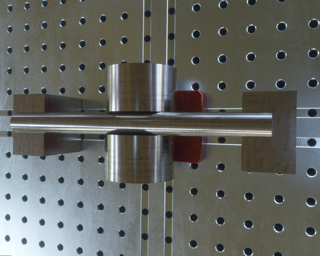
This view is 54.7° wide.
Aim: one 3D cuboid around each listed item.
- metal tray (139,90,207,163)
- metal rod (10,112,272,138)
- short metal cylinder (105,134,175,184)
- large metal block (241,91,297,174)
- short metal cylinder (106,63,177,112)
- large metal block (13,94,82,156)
[{"bbox_3d":[-0.005,-0.003,0.412,0.130,0.030,0.089,2,91,19],"label":"metal tray"},{"bbox_3d":[-0.037,-0.005,0.340,0.301,0.025,0.025,1,90,19],"label":"metal rod"},{"bbox_3d":[-0.023,0.032,0.360,0.080,0.080,0.050,1,91,20],"label":"short metal cylinder"},{"bbox_3d":[0.120,0.004,0.340,0.050,0.080,0.080,1,90,20],"label":"large metal block"},{"bbox_3d":[-0.021,-0.043,0.359,0.080,0.080,0.050,1,91,20],"label":"short metal cylinder"},{"bbox_3d":[-0.156,-0.004,0.437,0.050,0.080,0.080,1,90,20],"label":"large metal block"}]
